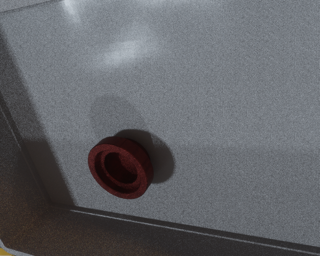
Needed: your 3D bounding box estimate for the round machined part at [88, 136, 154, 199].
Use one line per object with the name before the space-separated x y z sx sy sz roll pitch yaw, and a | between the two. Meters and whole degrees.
round machined part | -0.053 0.054 0.457 0.098 0.042 0.097 13 124 20
